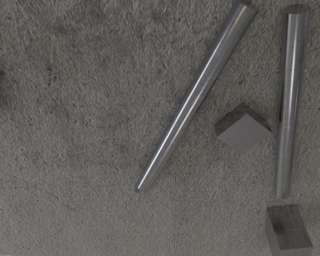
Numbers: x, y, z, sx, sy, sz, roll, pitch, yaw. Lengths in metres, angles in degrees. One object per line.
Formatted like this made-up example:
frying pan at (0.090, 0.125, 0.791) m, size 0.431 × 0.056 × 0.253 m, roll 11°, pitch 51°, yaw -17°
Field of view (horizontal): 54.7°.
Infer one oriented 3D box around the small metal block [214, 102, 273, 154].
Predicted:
small metal block at (0.109, 0.001, 0.409) m, size 0.050 × 0.025 × 0.050 m, roll 32°, pitch 123°, yaw -25°

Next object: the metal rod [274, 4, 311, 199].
metal rod at (0.166, -0.007, 0.402) m, size 0.025 × 0.025 × 0.299 m, roll -9°, pitch 130°, yaw 7°

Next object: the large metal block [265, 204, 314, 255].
large metal block at (0.220, 0.191, 0.536) m, size 0.050 × 0.080 × 0.080 m, roll -8°, pitch 130°, yaw 7°

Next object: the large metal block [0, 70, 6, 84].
large metal block at (-0.239, -0.044, 0.351) m, size 0.080 × 0.050 × 0.080 m, roll 30°, pitch 124°, yaw -24°

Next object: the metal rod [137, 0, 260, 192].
metal rod at (0.031, -0.016, 0.393) m, size 0.025 × 0.025 × 0.298 m, roll 17°, pitch 128°, yaw -14°
